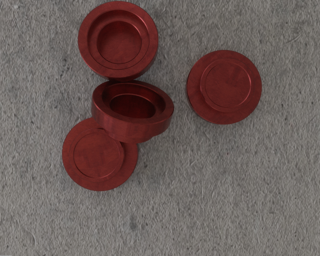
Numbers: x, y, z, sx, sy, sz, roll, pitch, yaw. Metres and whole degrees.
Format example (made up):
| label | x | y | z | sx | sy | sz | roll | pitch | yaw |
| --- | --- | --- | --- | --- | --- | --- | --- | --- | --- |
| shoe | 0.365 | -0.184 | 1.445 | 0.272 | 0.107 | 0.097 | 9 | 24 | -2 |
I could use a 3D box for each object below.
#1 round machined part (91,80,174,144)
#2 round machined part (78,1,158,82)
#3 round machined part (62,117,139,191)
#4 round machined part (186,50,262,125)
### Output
| label | x | y | z | sx | sy | sz | roll | pitch | yaw |
| --- | --- | --- | --- | --- | --- | --- | --- | --- | --- |
| round machined part | -0.035 | -0.018 | 0.383 | 0.099 | 0.098 | 0.042 | 15 | 126 | 0 |
| round machined part | -0.051 | -0.107 | 0.398 | 0.099 | 0.042 | 0.097 | 0 | 86 | -1 |
| round machined part | -0.078 | 0.034 | 0.401 | 0.099 | 0.042 | 0.097 | 0 | 90 | 0 |
| round machined part | 0.084 | -0.053 | 0.402 | 0.099 | 0.042 | 0.097 | 0 | 90 | 0 |
